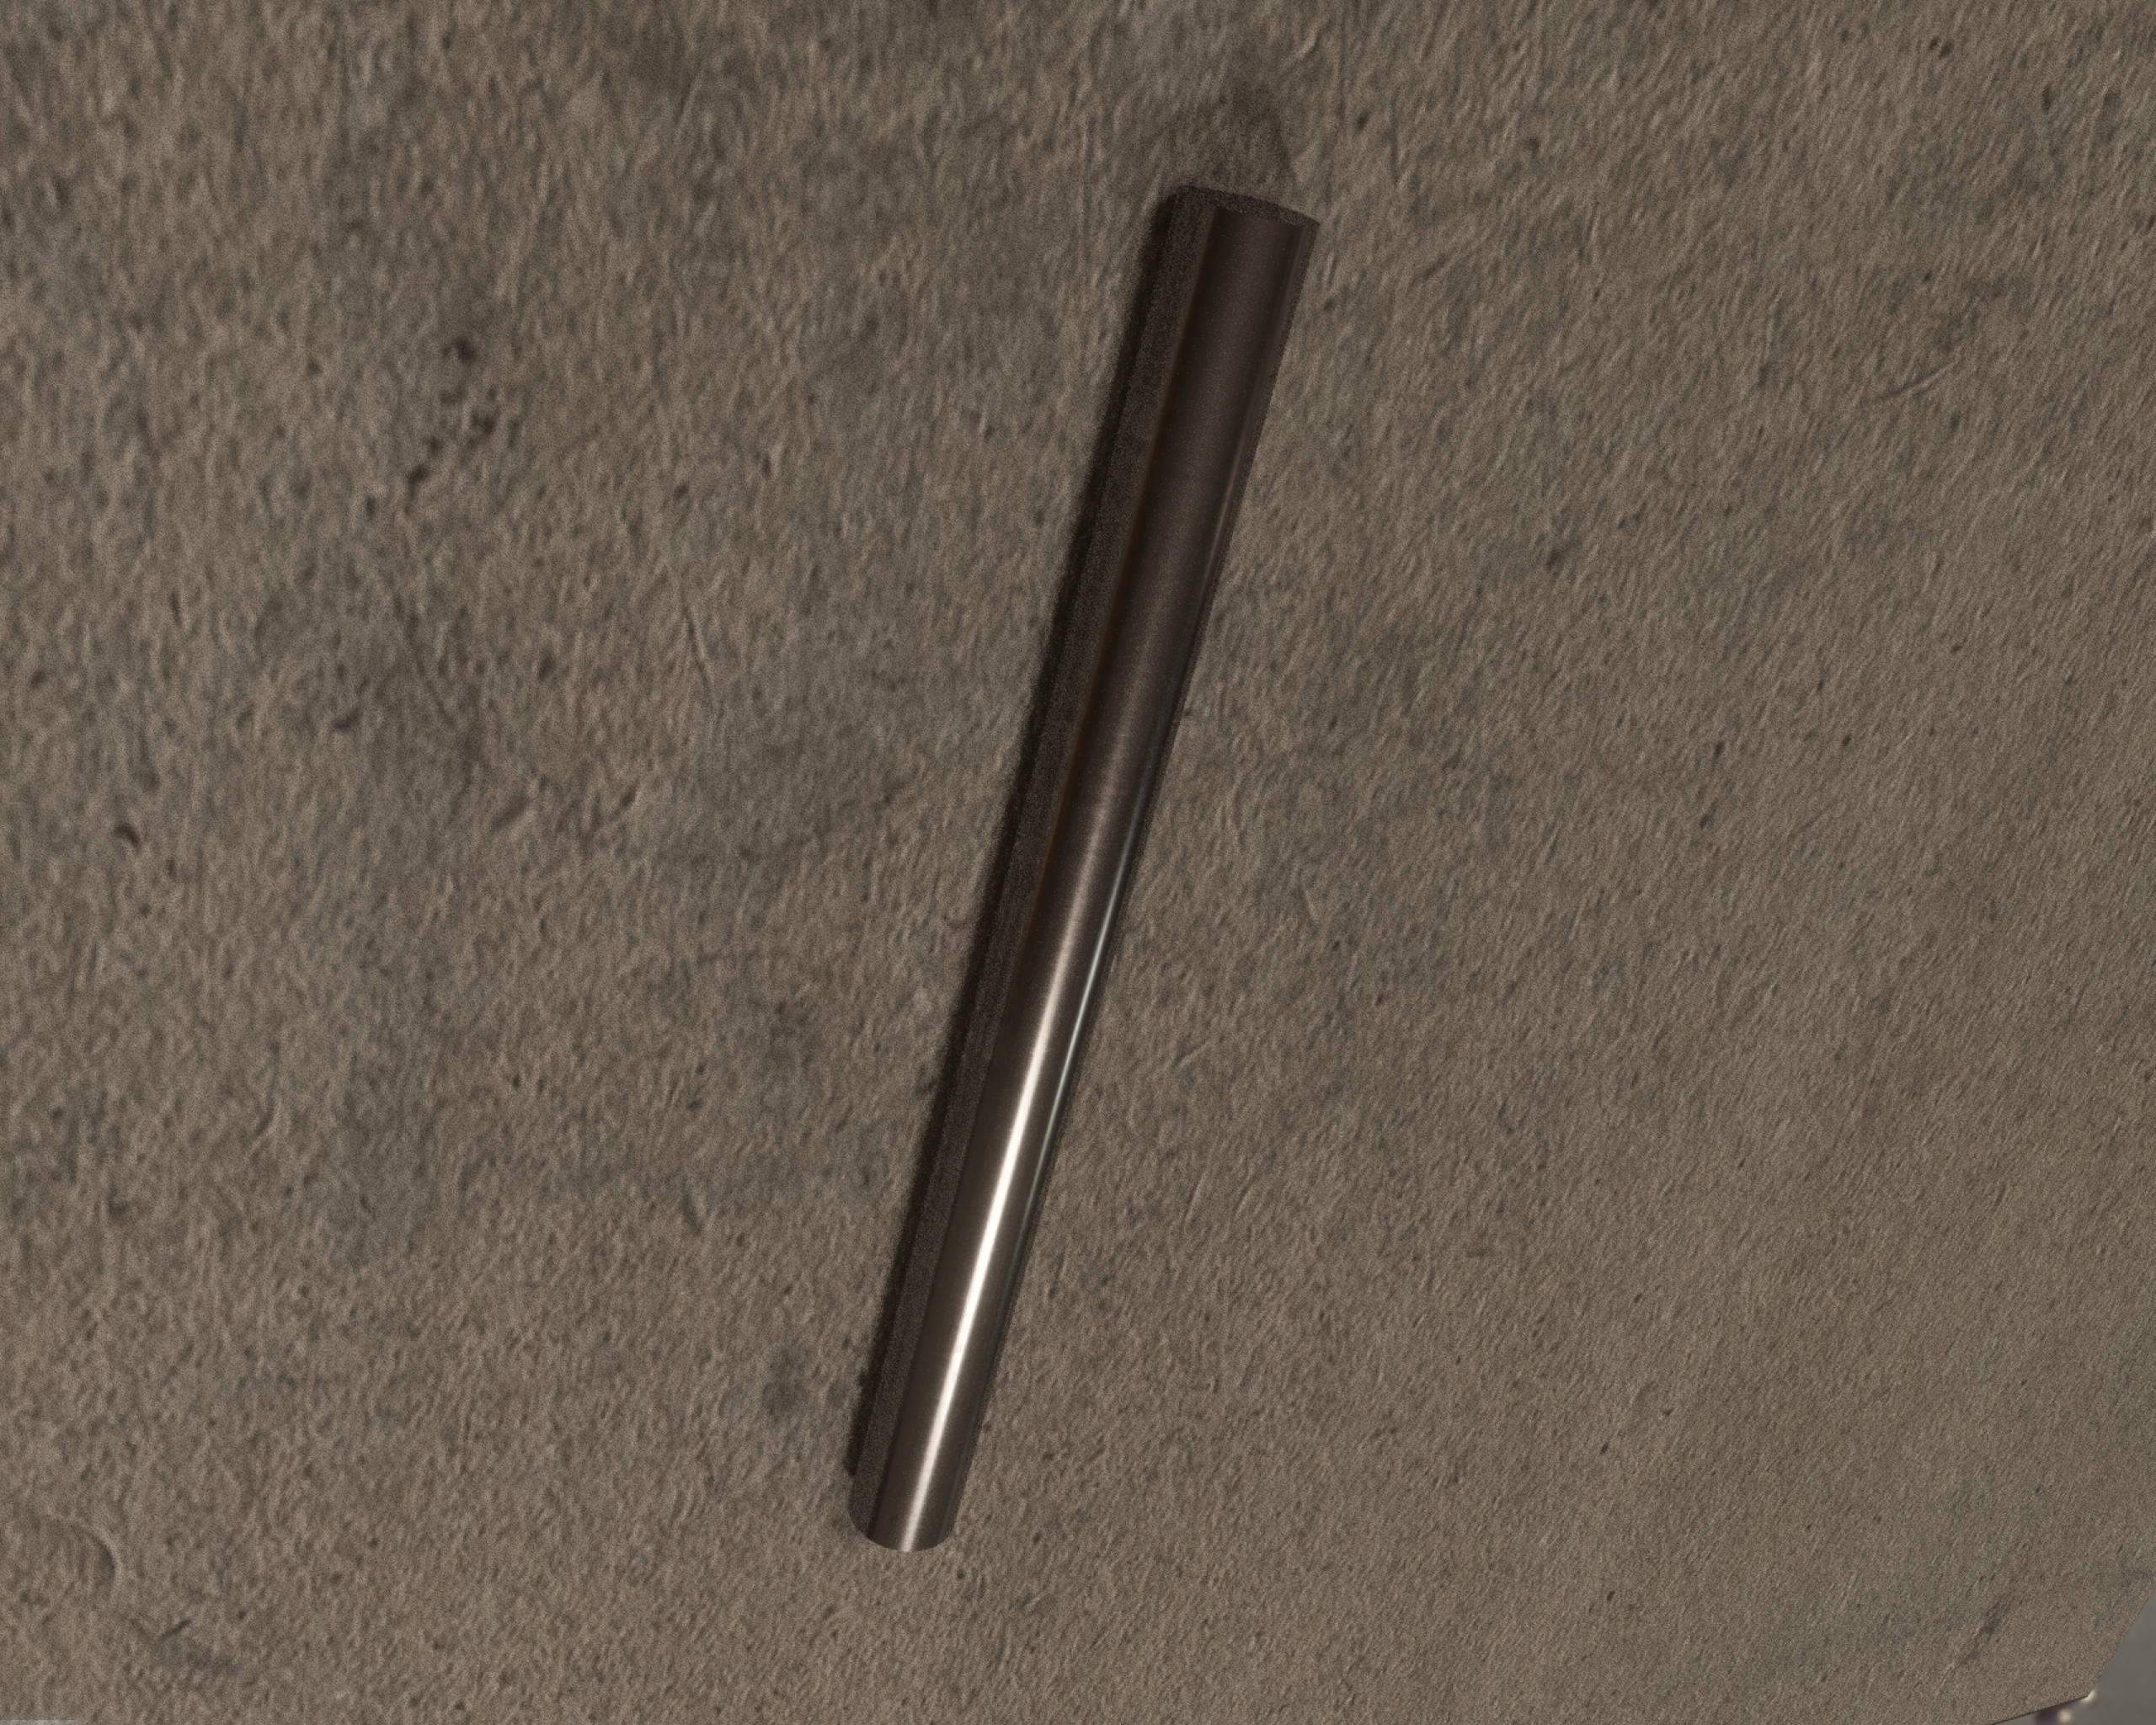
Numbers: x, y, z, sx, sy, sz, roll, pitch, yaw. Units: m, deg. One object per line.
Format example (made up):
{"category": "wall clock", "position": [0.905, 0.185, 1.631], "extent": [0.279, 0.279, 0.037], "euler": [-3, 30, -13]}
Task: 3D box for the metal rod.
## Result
{"category": "metal rod", "position": [-0.006, 0.019, 0.418], "extent": [0.025, 0.025, 0.298], "euler": [0, 118, -29]}
